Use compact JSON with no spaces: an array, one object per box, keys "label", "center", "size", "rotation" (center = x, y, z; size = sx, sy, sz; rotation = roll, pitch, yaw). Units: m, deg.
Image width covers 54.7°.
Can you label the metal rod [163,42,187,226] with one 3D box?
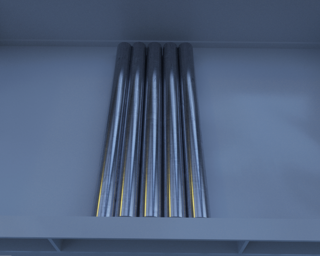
[{"label":"metal rod","center":[0.016,-0.018,0.418],"size":[0.025,0.025,0.300],"rotation":[0,50,0]}]

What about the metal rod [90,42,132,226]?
[{"label":"metal rod","center":[-0.059,-0.018,0.418],"size":[0.025,0.025,0.300],"rotation":[0,50,0]}]

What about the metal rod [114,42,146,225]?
[{"label":"metal rod","center":[-0.035,-0.018,0.418],"size":[0.025,0.025,0.300],"rotation":[0,50,0]}]

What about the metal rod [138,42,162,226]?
[{"label":"metal rod","center":[-0.009,-0.018,0.418],"size":[0.025,0.025,0.300],"rotation":[0,50,0]}]

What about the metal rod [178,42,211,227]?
[{"label":"metal rod","center":[0.041,-0.017,0.418],"size":[0.025,0.025,0.300],"rotation":[0,50,0]}]
